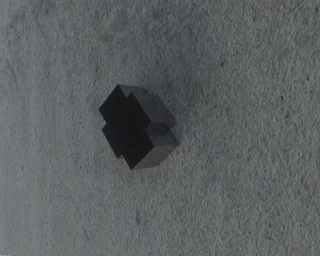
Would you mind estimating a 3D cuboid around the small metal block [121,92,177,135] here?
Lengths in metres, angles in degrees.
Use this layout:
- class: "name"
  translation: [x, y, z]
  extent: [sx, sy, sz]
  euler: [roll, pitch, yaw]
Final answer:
- class: "small metal block"
  translation: [-0.014, -0.018, 0.399]
  extent: [0.025, 0.050, 0.050]
  euler: [-48, 62, 29]

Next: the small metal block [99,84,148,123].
- class: "small metal block"
  translation: [-0.047, -0.032, 0.426]
  extent: [0.050, 0.050, 0.025]
  euler: [-46, 63, 30]

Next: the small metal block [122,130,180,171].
- class: "small metal block"
  translation: [-0.011, 0.027, 0.397]
  extent: [0.050, 0.050, 0.025]
  euler: [-46, 63, 30]

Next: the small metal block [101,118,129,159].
- class: "small metal block"
  translation: [-0.044, 0.013, 0.423]
  extent: [0.025, 0.050, 0.050]
  euler: [-47, 62, 30]

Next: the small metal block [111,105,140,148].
- class: "small metal block"
  translation: [-0.029, -0.003, 0.411]
  extent: [0.025, 0.050, 0.050]
  euler: [-47, 62, 30]
